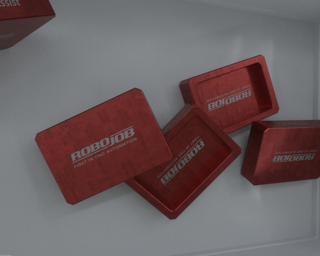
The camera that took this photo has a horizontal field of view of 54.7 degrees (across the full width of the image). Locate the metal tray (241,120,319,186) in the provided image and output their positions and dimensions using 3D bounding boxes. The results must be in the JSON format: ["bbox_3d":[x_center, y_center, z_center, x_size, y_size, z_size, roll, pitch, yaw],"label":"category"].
[{"bbox_3d":[0.192,0.035,0.465,0.131,0.030,0.089,-1,112,-21],"label":"metal tray"}]

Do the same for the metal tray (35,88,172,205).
[{"bbox_3d":[-0.063,0.020,0.358,0.131,0.030,0.090,-25,94,2],"label":"metal tray"}]

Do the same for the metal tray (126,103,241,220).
[{"bbox_3d":[0.028,0.043,0.400,0.090,0.030,0.130,43,93,-15],"label":"metal tray"}]

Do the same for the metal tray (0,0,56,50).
[{"bbox_3d":[-0.172,-0.092,0.279,0.131,0.090,0.030,-41,110,-55],"label":"metal tray"}]

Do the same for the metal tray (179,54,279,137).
[{"bbox_3d":[0.102,-0.044,0.446,0.131,0.030,0.090,-21,97,-19],"label":"metal tray"}]
